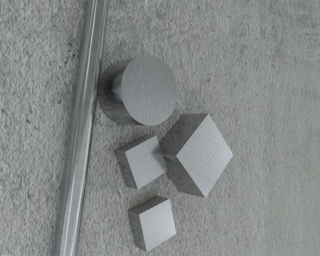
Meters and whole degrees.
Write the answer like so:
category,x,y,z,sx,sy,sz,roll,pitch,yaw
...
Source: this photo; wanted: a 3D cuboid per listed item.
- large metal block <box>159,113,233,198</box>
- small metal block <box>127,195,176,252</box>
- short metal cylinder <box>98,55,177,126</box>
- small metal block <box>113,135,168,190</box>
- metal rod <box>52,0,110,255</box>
category,x,y,z,sx,sy,sz,roll,pitch,yaw
large metal block,0.046,0.036,0.430,0.080,0.050,0.080,-50,120,-29
small metal block,-0.010,0.122,0.399,0.050,0.025,0.050,-18,102,-39
short metal cylinder,-0.026,-0.043,0.368,0.081,0.050,0.079,0,90,-40
small metal block,-0.023,0.041,0.387,0.050,0.025,0.050,-28,108,-37
metal rod,-0.085,0.005,0.334,0.025,0.025,0.298,10,83,-40
